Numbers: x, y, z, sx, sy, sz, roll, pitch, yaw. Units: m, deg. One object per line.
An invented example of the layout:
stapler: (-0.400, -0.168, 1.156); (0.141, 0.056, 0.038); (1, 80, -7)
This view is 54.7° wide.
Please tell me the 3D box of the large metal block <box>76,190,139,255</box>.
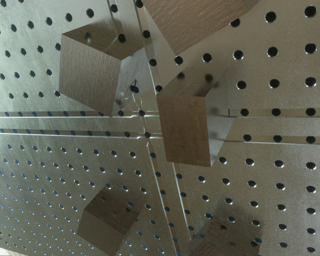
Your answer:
large metal block: (-0.093, 0.170, 0.547); (0.080, 0.050, 0.079); (30, 128, 8)

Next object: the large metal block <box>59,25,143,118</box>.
large metal block: (-0.076, -0.072, 0.389); (0.080, 0.050, 0.079); (26, 127, 12)

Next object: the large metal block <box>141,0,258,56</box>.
large metal block: (0.034, -0.129, 0.297); (0.080, 0.050, 0.080); (-25, 105, 36)

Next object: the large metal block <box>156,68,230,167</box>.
large metal block: (0.041, -0.015, 0.344); (0.050, 0.080, 0.079); (5, 121, 25)

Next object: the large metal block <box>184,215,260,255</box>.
large metal block: (0.089, 0.191, 0.466); (0.080, 0.050, 0.079); (33, 128, 6)
